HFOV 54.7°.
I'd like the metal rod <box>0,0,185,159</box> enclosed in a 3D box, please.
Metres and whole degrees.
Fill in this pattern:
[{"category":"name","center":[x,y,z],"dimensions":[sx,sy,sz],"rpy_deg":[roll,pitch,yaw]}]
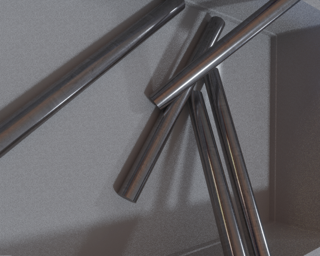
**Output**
[{"category":"metal rod","center":[-0.065,-0.077,0.351],"dimensions":[0.301,0.025,0.025],"rpy_deg":[-47,118,-30]}]

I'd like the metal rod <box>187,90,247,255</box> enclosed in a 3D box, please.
[{"category":"metal rod","center":[0.073,0.082,0.380],"dimensions":[0.025,0.025,0.299],"rpy_deg":[15,53,-39]}]

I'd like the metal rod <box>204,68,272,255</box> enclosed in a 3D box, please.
[{"category":"metal rod","center":[0.101,0.049,0.413],"dimensions":[0.025,0.025,0.299],"rpy_deg":[11,59,-40]}]

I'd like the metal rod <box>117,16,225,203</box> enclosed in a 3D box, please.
[{"category":"metal rod","center":[0.025,-0.039,0.426],"dimensions":[0.025,0.025,0.300],"rpy_deg":[42,65,-32]}]

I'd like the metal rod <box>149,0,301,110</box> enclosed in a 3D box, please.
[{"category":"metal rod","center":[0.112,-0.125,0.401],"dimensions":[0.300,0.025,0.025],"rpy_deg":[-38,118,1]}]
